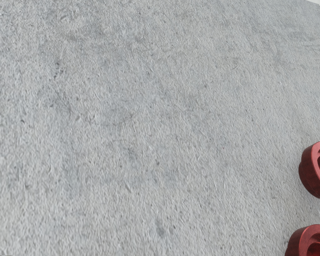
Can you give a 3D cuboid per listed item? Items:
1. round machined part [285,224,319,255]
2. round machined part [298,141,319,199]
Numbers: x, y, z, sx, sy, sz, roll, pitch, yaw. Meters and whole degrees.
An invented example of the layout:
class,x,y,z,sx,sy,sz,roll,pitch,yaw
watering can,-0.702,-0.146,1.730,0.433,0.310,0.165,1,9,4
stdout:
class,x,y,z,sx,sy,sz,roll,pitch,yaw
round machined part,0.199,0.176,0.392,0.099,0.042,0.098,14,56,-21
round machined part,0.260,0.073,0.488,0.099,0.042,0.098,14,56,-21
